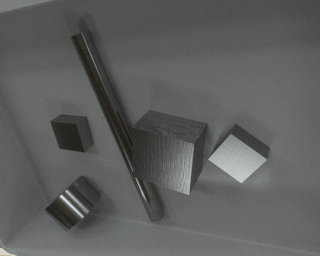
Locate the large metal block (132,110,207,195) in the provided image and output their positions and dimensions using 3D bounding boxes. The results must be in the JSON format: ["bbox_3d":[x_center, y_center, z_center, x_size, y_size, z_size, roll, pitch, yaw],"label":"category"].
[{"bbox_3d":[0.012,0.030,0.404,0.080,0.050,0.079,14,124,19],"label":"large metal block"}]

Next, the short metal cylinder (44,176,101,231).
[{"bbox_3d":[-0.148,0.128,0.528,0.050,0.080,0.080,47,129,-5],"label":"short metal cylinder"}]

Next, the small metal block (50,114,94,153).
[{"bbox_3d":[-0.136,0.008,0.483,0.050,0.025,0.050,5,121,25],"label":"small metal block"}]

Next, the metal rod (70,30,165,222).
[{"bbox_3d":[-0.053,0.012,0.441,0.025,0.025,0.298,-7,115,31],"label":"metal rod"}]

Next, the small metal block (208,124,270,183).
[{"bbox_3d":[0.096,0.031,0.377,0.050,0.025,0.050,36,129,4],"label":"small metal block"}]
